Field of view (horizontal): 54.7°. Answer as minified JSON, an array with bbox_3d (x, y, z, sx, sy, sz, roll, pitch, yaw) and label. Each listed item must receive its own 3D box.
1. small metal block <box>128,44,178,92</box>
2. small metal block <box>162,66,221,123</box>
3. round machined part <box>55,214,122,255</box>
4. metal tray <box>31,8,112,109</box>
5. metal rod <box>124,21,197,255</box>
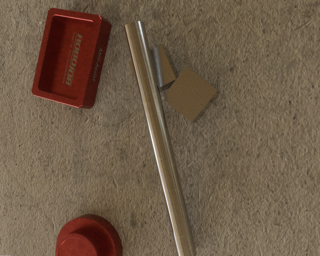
[{"bbox_3d":[-0.006,-0.074,0.410,0.050,0.025,0.050,-24,82,18],"label":"small metal block"},{"bbox_3d":[0.040,-0.042,0.394,0.050,0.025,0.050,41,102,15],"label":"small metal block"},{"bbox_3d":[-0.106,0.176,0.436,0.098,0.042,0.097,0,90,19],"label":"round machined part"},{"bbox_3d":[-0.129,-0.100,0.450,0.090,0.030,0.129,15,95,19],"label":"metal tray"},{"bbox_3d":[0.001,0.018,0.389,0.025,0.025,0.298,-12,93,19],"label":"metal rod"}]
